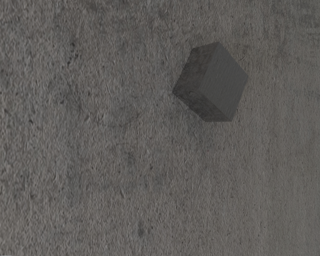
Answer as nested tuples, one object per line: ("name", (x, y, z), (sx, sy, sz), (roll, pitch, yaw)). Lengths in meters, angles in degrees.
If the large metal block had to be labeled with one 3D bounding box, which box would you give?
("large metal block", (0.075, -0.064, 0.450), (0.080, 0.050, 0.080), (38, 67, -34))
